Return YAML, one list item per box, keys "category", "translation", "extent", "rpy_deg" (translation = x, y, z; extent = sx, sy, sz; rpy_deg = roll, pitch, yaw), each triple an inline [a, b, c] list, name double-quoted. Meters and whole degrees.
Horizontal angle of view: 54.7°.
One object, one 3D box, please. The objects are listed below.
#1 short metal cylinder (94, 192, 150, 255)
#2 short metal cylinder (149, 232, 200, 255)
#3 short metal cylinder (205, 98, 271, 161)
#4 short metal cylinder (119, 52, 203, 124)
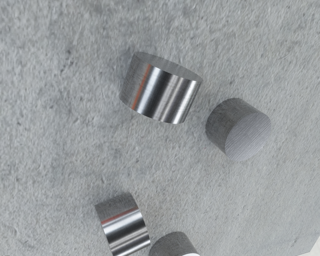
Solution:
- category: "short metal cylinder"
  translation: [-0.053, 0.135, 0.427]
  extent: [0.050, 0.080, 0.079]
  rpy_deg: [-20, 126, -17]
- category: "short metal cylinder"
  translation: [0.026, 0.233, 0.552]
  extent: [0.081, 0.050, 0.079]
  rpy_deg: [-14, 125, -21]
- category: "short metal cylinder"
  translation: [0.115, 0.002, 0.457]
  extent: [0.081, 0.050, 0.079]
  rpy_deg: [-14, 125, -21]
- category: "short metal cylinder"
  translation: [0.001, -0.046, 0.345]
  extent: [0.081, 0.080, 0.050]
  rpy_deg: [9, 114, -33]
